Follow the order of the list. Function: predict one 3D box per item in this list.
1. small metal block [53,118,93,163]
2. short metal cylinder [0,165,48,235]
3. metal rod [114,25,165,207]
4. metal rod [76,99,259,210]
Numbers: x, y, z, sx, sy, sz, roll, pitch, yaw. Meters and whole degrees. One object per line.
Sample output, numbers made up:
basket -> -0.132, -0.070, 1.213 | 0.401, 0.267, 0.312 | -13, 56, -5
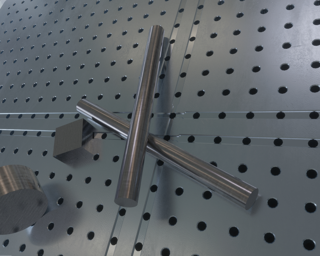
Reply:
small metal block -> -0.130, 0.019, 0.465 | 0.050, 0.025, 0.050 | -18, 55, 17
short metal cylinder -> -0.201, 0.096, 0.419 | 0.080, 0.080, 0.050 | -44, 51, -2
metal rod -> -0.021, -0.040, 0.418 | 0.025, 0.025, 0.300 | -11, 49, 22
metal rod -> -0.014, 0.019, 0.404 | 0.300, 0.025, 0.025 | 26, 76, 37
